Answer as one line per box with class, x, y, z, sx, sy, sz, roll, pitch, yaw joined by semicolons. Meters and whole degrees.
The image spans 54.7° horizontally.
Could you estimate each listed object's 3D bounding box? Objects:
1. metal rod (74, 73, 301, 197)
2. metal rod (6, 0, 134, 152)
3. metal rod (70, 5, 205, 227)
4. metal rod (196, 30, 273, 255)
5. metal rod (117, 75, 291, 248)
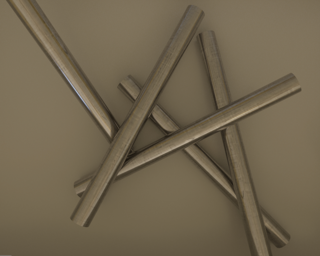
metal rod;0.025;0.014;0.384;0.301;0.025;0.025;-27;91;10
metal rod;-0.114;-0.084;0.347;0.025;0.025;0.299;-31;116;0
metal rod;-0.025;-0.019;0.383;0.025;0.025;0.299;29;85;-1
metal rod;0.094;0.020;0.395;0.025;0.025;0.298;-13;83;0
metal rod;0.058;0.044;0.412;0.025;0.025;0.300;-45;91;0
